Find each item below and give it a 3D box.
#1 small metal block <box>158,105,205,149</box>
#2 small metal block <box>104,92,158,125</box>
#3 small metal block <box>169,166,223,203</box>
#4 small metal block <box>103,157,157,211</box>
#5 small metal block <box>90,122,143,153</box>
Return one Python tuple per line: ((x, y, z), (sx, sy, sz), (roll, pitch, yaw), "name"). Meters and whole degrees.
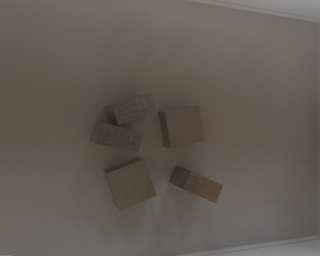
((0.029, -0.002, 0.421), (0.050, 0.025, 0.050), (-11, 94, -20), "small metal block")
((-0.037, -0.023, 0.383), (0.050, 0.050, 0.025), (-18, 96, -19), "small metal block")
((0.047, 0.075, 0.414), (0.050, 0.050, 0.025), (27, 81, -18), "small metal block")
((-0.038, 0.071, 0.396), (0.050, 0.025, 0.050), (-20, 97, -19), "small metal block")
((-0.054, 0.011, 0.377), (0.050, 0.050, 0.025), (15, 85, -20), "small metal block")
